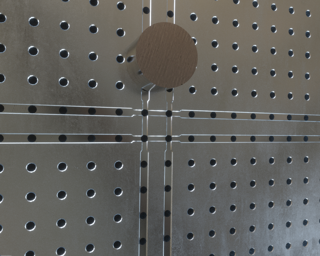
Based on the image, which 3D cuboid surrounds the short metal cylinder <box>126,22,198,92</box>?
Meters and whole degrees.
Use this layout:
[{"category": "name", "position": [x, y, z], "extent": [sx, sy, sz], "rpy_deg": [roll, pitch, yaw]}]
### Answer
[{"category": "short metal cylinder", "position": [0.001, -0.089, 0.399], "extent": [0.081, 0.050, 0.080], "rpy_deg": [0, 90, -20]}]
